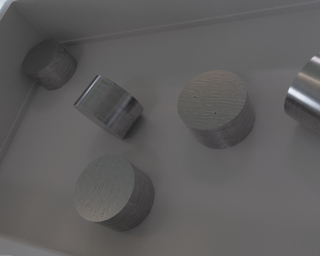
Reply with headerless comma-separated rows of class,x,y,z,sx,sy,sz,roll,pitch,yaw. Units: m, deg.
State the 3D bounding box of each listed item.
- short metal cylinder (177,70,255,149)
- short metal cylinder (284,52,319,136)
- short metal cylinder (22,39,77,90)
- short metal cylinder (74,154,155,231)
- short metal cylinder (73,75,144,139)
short metal cylinder,0.067,-0.022,0.368,0.080,0.050,0.080,-13,56,21
short metal cylinder,0.170,-0.031,0.300,0.080,0.080,0.050,-43,51,-1
short metal cylinder,-0.201,-0.116,0.567,0.080,0.050,0.080,-13,56,21
short metal cylinder,-0.054,0.078,0.370,0.080,0.050,0.080,-13,56,21
short metal cylinder,-0.070,-0.027,0.424,0.080,0.080,0.050,26,76,37
